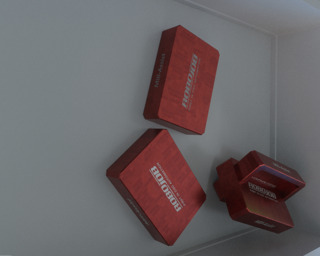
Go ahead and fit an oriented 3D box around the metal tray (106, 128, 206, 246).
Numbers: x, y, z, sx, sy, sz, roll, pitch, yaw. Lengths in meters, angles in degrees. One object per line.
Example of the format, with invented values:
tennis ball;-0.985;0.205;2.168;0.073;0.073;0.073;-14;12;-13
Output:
metal tray;0.001;0.076;0.404;0.090;0.030;0.130;-46;118;-30

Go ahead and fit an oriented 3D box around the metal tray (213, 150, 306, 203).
metal tray;0.161;0.092;0.498;0.131;0.030;0.090;24;120;-35

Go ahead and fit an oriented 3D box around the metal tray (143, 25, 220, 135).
metal tray;0.033;-0.063;0.431;0.091;0.030;0.129;20;77;-38

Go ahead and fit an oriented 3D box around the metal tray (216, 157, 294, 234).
metal tray;0.150;0.108;0.486;0.131;0.030;0.090;26;39;-35
